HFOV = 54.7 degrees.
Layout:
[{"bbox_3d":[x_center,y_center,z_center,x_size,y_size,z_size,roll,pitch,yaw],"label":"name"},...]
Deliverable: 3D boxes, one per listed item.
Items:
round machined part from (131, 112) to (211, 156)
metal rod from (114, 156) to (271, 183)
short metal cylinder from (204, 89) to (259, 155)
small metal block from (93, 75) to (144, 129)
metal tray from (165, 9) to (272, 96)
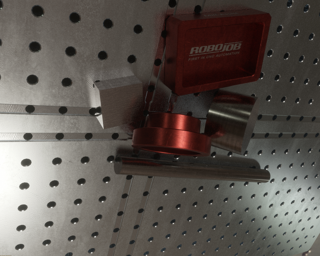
[{"bbox_3d":[0.016,0.008,0.391,0.099,0.098,0.042,13,78,-34],"label":"round machined part"},{"bbox_3d":[0.070,0.069,0.494,0.302,0.025,0.025,9,114,-33],"label":"metal rod"},{"bbox_3d":[0.099,-0.008,0.421,0.080,0.050,0.079,-47,146,-46],"label":"short metal cylinder"},{"bbox_3d":[-0.048,-0.031,0.367,0.050,0.025,0.050,-14,124,-21],"label":"small metal block"},{"bbox_3d":[0.072,-0.096,0.389,0.131,0.030,0.089,-13,124,-22],"label":"metal tray"}]
